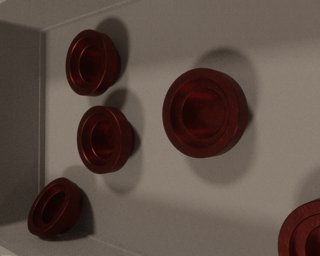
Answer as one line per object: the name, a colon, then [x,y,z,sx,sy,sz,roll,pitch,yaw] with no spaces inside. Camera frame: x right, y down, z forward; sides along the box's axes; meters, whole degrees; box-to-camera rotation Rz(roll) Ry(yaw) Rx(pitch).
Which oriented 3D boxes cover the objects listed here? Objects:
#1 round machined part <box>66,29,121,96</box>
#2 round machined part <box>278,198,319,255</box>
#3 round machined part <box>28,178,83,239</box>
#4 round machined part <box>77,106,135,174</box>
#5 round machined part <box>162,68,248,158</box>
round machined part: [-0.098,-0.097,0.474,0.098,0.042,0.097,0,90,39]
round machined part: [0.157,0.107,0.262,0.098,0.042,0.097,-2,87,44]
round machined part: [-0.167,0.135,0.511,0.098,0.042,0.098,-25,41,25]
round machined part: [-0.075,0.017,0.455,0.098,0.042,0.097,0,90,39]
round machined part: [0.054,-0.016,0.350,0.098,0.042,0.097,0,90,39]
